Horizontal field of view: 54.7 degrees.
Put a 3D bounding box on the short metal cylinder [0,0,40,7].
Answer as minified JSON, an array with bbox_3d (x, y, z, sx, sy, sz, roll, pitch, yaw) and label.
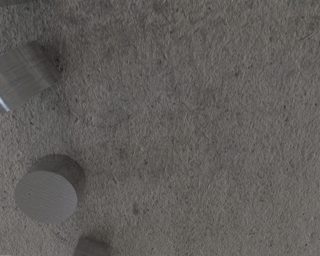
[{"bbox_3d":[-0.157,-0.158,0.321,0.080,0.080,0.050,-11,110,4],"label":"short metal cylinder"}]

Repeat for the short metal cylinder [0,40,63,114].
[{"bbox_3d":[-0.162,-0.058,0.357,0.080,0.080,0.050,-28,108,10],"label":"short metal cylinder"}]

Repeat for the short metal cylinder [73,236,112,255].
[{"bbox_3d":[-0.109,0.207,0.456,0.050,0.080,0.079,21,109,-8],"label":"short metal cylinder"}]

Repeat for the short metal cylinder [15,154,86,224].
[{"bbox_3d":[-0.148,0.082,0.425,0.081,0.050,0.079,0,110,0],"label":"short metal cylinder"}]
